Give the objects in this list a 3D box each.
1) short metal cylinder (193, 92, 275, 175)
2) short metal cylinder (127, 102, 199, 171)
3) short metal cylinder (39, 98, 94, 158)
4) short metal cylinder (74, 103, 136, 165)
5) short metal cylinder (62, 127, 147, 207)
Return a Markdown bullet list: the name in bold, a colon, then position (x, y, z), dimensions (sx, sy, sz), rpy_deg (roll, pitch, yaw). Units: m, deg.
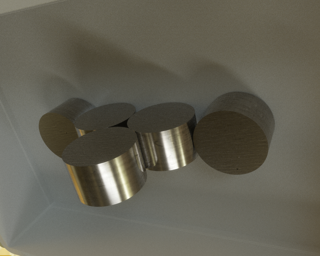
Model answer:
- **short metal cylinder**: position (0.084, 0.005, 0.349), dimensions (0.080, 0.050, 0.079), rpy_deg (13, 124, 21)
- **short metal cylinder**: position (0.006, 0.008, 0.373), dimensions (0.080, 0.080, 0.050), rpy_deg (2, 119, 27)
- **short metal cylinder**: position (-0.130, 0.002, 0.460), dimensions (0.080, 0.050, 0.079), rpy_deg (13, 124, 21)
- **short metal cylinder**: position (-0.066, 0.006, 0.409), dimensions (0.080, 0.080, 0.050), rpy_deg (2, 119, 27)
- **short metal cylinder**: position (-0.059, 0.039, 0.338), dimensions (0.080, 0.080, 0.050), rpy_deg (2, 119, 27)
